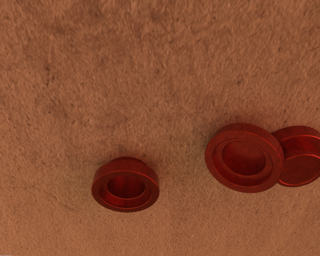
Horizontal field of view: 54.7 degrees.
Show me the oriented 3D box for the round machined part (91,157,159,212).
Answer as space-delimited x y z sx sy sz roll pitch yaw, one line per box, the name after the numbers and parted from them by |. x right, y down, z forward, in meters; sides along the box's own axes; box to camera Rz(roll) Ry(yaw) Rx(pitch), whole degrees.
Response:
-0.050 0.081 0.464 0.099 0.042 0.097 -1 130 0 | round machined part

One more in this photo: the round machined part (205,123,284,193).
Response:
0.113 0.035 0.412 0.098 0.042 0.097 14 125 21 | round machined part

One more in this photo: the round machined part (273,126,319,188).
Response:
0.190 0.047 0.439 0.099 0.042 0.097 -1 130 0 | round machined part
